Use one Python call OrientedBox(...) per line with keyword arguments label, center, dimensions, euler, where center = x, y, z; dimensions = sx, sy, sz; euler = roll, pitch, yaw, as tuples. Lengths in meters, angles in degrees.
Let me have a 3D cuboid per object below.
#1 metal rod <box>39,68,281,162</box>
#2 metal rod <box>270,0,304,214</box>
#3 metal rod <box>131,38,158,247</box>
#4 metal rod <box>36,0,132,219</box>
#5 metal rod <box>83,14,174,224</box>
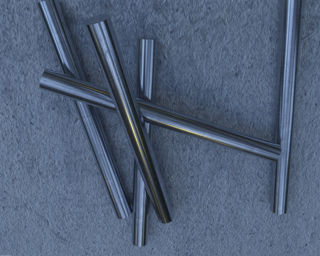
OrientedBox(label="metal rod", center=(0.009, -0.012, 0.379), dimensions=(0.302, 0.025, 0.025), euler=(17, 109, -10))
OrientedBox(label="metal rod", center=(0.163, -0.020, 0.403), dimensions=(0.025, 0.025, 0.298), euler=(-4, 110, 1))
OrientedBox(label="metal rod", center=(-0.023, 0.033, 0.421), dimensions=(0.025, 0.025, 0.298), euler=(3, 110, -1))
OrientedBox(label="metal rod", center=(-0.091, -0.010, 0.405), dimensions=(0.025, 0.025, 0.298), euler=(-14, 110, 5))
OrientedBox(label="metal rod", center=(-0.024, 0.016, 0.370), dimensions=(0.025, 0.025, 0.298), euler=(-13, 127, 4))
